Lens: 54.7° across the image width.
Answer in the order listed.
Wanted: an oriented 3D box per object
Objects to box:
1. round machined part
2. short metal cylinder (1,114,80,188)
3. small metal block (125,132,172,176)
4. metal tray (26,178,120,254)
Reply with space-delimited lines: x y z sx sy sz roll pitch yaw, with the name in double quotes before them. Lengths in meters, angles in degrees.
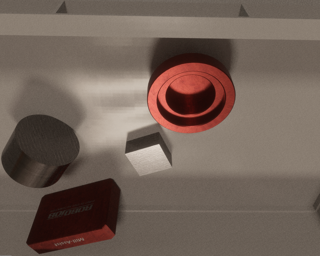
"round machined part" 0.035 -0.044 0.361 0.099 0.042 0.097 -1 130 0
"short metal cylinder" -0.152 0.029 0.396 0.080 0.080 0.050 28 125 -22
"small metal block" -0.015 0.038 0.441 0.050 0.025 0.050 -17 128 13
"metal tray" -0.130 0.135 0.479 0.130 0.090 0.030 -16 128 12
